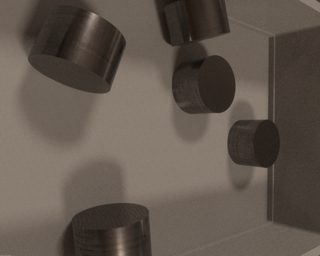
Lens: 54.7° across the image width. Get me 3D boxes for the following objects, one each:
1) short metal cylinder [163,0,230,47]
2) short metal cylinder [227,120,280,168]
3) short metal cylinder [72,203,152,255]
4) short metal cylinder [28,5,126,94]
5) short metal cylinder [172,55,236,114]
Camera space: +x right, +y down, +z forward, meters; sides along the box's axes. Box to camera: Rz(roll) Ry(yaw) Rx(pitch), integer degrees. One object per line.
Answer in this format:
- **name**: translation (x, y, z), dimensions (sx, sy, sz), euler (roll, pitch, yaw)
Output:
- **short metal cylinder**: translation (0.049, -0.143, 0.414), dimensions (0.081, 0.080, 0.050), euler (-23, 105, -38)
- **short metal cylinder**: translation (0.161, 0.026, 0.528), dimensions (0.081, 0.050, 0.079), euler (0, 90, -40)
- **short metal cylinder**: translation (-0.050, 0.117, 0.330), dimensions (0.081, 0.080, 0.050), euler (-7, 95, -40)
- **short metal cylinder**: translation (-0.080, -0.074, 0.305), dimensions (0.080, 0.080, 0.050), euler (27, 73, -37)
- **short metal cylinder**: translation (0.064, -0.061, 0.446), dimensions (0.081, 0.050, 0.079), euler (0, 90, -40)
